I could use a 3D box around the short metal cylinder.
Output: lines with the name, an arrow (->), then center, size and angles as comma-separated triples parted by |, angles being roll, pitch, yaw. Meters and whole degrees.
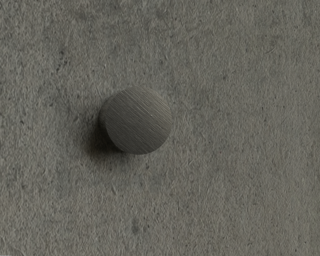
short metal cylinder -> -0.032, -0.009, 0.384 | 0.081, 0.050, 0.080 | 0, 90, -20
